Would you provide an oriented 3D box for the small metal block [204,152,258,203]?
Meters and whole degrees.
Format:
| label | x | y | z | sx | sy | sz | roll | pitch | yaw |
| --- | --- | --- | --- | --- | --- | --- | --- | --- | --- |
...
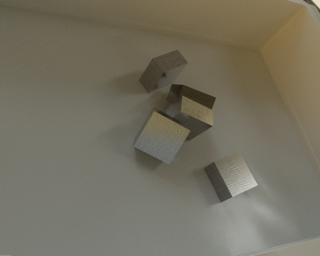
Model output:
| label | x | y | z | sx | sy | sz | roll | pitch | yaw |
| --- | --- | --- | --- | --- | --- | --- | --- | --- | --- |
| small metal block | 0.096 | 0.066 | 0.419 | 0.050 | 0.025 | 0.050 | -13 | 69 | -34 |

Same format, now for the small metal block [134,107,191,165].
| label | x | y | z | sx | sy | sz | roll | pitch | yaw |
| --- | --- | --- | --- | --- | --- | --- | --- | --- | --- |
| small metal block | 0.002 | 0.009 | 0.384 | 0.050 | 0.050 | 0.025 | 28 | 11 | -11 |

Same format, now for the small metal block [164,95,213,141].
| label | x | y | z | sx | sy | sz | roll | pitch | yaw |
| --- | --- | --- | --- | --- | --- | --- | --- | --- | --- |
| small metal block | 0.035 | -0.012 | 0.414 | 0.050 | 0.050 | 0.025 | 23 | 55 | -23 |

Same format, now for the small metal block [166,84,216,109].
| label | x | y | z | sx | sy | sz | roll | pitch | yaw |
| --- | --- | --- | --- | --- | --- | --- | --- | --- | --- |
| small metal block | 0.043 | -0.041 | 0.436 | 0.050 | 0.050 | 0.025 | 19 | 93 | -18 |

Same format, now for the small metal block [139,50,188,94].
| label | x | y | z | sx | sy | sz | roll | pitch | yaw |
| --- | --- | --- | --- | --- | --- | --- | --- | --- | --- |
| small metal block | 0.004 | -0.081 | 0.443 | 0.050 | 0.050 | 0.025 | -29 | 78 | -38 |
